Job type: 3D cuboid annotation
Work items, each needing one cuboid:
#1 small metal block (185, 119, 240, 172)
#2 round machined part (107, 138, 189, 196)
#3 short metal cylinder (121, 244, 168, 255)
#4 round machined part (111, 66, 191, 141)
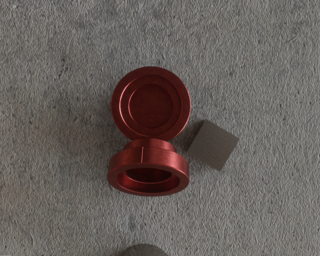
[{"bbox_3d":[0.069,0.023,0.411,0.050,0.025,0.050,31,90,-1],"label":"small metal block"},{"bbox_3d":[-0.013,0.047,0.382,0.099,0.098,0.042,2,56,-1],"label":"round machined part"},{"bbox_3d":[-0.021,0.198,0.397,0.081,0.050,0.079,0,90,-1],"label":"short metal cylinder"},{"bbox_3d":[-0.011,-0.028,0.401,0.099,0.042,0.097,0,90,-1],"label":"round machined part"}]
